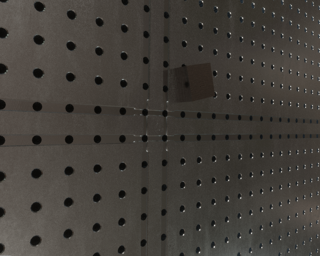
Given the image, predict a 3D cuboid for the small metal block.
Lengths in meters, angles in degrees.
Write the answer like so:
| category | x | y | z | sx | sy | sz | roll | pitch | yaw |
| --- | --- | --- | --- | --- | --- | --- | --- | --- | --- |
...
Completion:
| category | x | y | z | sx | sy | sz | roll | pitch | yaw |
| --- | --- | --- | --- | --- | --- | --- | --- | --- | --- |
| small metal block | 0.052 | -0.067 | 0.455 | 0.050 | 0.025 | 0.050 | -17 | 101 | -39 |
